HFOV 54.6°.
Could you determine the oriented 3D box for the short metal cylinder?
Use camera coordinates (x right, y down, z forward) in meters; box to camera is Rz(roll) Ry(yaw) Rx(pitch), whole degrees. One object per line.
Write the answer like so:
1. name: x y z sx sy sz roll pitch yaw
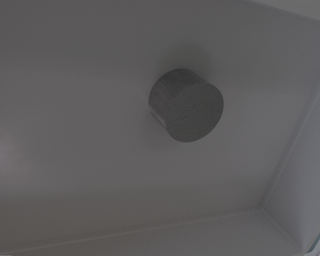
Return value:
1. short metal cylinder: 0.032 -0.029 0.392 0.081 0.050 0.080 -14 124 -21
